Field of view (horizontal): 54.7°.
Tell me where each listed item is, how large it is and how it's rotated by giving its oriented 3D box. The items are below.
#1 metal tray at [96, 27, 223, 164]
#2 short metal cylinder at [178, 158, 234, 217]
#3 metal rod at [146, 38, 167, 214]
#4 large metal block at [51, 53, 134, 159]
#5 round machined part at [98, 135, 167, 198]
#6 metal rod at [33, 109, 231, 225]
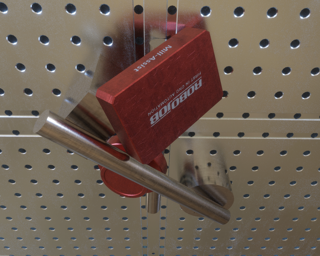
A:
[{"bbox_3d":[0.008,-0.035,0.327,0.131,0.030,0.090,-40,131,-22],"label":"metal tray"},{"bbox_3d":[0.069,0.092,0.476,0.081,0.050,0.079,0,130,0],"label":"short metal cylinder"},{"bbox_3d":[-0.006,0.022,0.430,0.025,0.025,0.298,2,130,-2],"label":"metal rod"},{"bbox_3d":[-0.076,-0.025,0.354,0.050,0.080,0.080,34,122,-26],"label":"large metal block"},{"bbox_3d":[-0.043,0.059,0.430,0.098,0.042,0.097,11,131,13],"label":"round machined part"},{"bbox_3d":[-0.008,0.062,0.372,0.025,0.025,0.301,-36,130,26],"label":"metal rod"}]
